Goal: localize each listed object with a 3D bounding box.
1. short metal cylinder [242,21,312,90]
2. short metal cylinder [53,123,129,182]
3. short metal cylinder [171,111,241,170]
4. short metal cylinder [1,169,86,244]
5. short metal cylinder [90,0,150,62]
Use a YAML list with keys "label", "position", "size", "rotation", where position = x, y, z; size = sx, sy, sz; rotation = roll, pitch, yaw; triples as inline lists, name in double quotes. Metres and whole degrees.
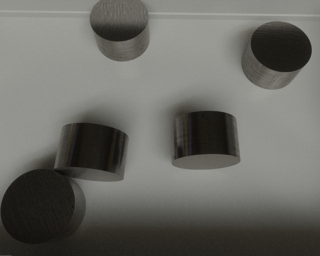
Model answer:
- label: "short metal cylinder"
  position: [0.161, -0.101, 0.434]
  size: [0.081, 0.050, 0.080]
  rotation: [0, 70, 0]
- label: "short metal cylinder"
  position: [-0.080, 0.031, 0.368]
  size: [0.080, 0.080, 0.050]
  rotation: [5, 70, 2]
- label: "short metal cylinder"
  position: [0.054, 0.018, 0.374]
  size: [0.081, 0.080, 0.050]
  rotation: [-1, 70, 0]
- label: "short metal cylinder"
  position: [-0.133, 0.092, 0.361]
  size: [0.080, 0.050, 0.080]
  rotation: [0, 71, 0]
- label: "short metal cylinder"
  position: [-0.056, -0.144, 0.448]
  size: [0.081, 0.050, 0.080]
  rotation: [0, 70, 0]
